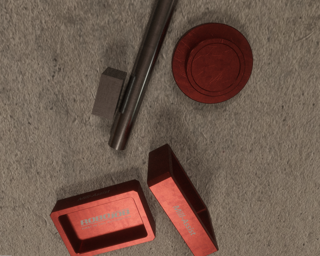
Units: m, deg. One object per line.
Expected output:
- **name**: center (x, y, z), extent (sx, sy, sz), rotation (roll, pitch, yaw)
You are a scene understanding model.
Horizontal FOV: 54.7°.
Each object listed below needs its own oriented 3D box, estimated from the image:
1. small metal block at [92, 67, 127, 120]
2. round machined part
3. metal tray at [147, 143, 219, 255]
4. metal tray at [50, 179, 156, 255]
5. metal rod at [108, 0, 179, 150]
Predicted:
- **small metal block**: center (-0.061, -0.044, 0.380), extent (0.025, 0.050, 0.050), rotation (16, 109, -6)
- **round machined part**: center (0.064, -0.076, 0.374), extent (0.099, 0.042, 0.097), rotation (0, 110, -1)
- **metal tray**: center (0.029, 0.094, 0.410), extent (0.030, 0.090, 0.130), rotation (-28, 108, 10)
- **metal tray**: center (-0.081, 0.136, 0.455), extent (0.131, 0.030, 0.089), rotation (-16, 110, 5)
- **metal rod**: center (-0.007, -0.108, 0.369), extent (0.025, 0.025, 0.298), rotation (19, 109, -7)
